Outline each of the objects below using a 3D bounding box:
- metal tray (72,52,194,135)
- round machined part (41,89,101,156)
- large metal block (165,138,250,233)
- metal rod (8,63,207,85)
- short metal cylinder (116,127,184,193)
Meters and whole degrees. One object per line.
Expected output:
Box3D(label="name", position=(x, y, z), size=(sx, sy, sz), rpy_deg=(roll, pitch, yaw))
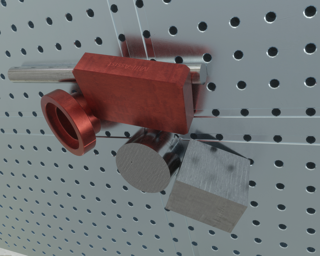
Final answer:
Box3D(label="metal tray", position=(-0.028, -0.040, 0.370), size=(0.130, 0.030, 0.090), rpy_deg=(11, 146, 17))
Box3D(label="round machined part", position=(-0.122, -0.012, 0.442), size=(0.098, 0.042, 0.097), rpy_deg=(31, 141, 30))
Box3D(label="large metal block", position=(0.060, 0.067, 0.377), size=(0.080, 0.080, 0.050), rpy_deg=(20, 126, 5))
Box3D(label="metal rod", position=(-0.087, -0.071, 0.411), size=(0.301, 0.025, 0.025), rpy_deg=(4, 121, 25))
Box3D(label="short metal cylinder", position=(-0.013, 0.042, 0.426), size=(0.080, 0.050, 0.079), rpy_deg=(13, 124, 21))
